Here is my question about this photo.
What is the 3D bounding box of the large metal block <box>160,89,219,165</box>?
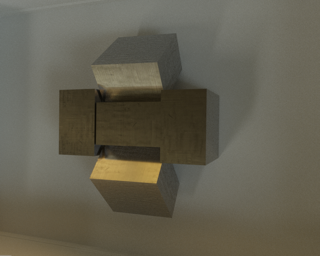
[{"bbox_3d":[0.038,-0.002,0.367,0.050,0.080,0.080,1,90,20],"label":"large metal block"}]

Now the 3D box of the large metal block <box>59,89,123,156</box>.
[{"bbox_3d":[-0.087,-0.007,0.411,0.050,0.080,0.080,1,90,20],"label":"large metal block"}]

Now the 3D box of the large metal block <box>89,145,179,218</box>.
[{"bbox_3d":[-0.027,0.066,0.382,0.080,0.080,0.050,1,49,19],"label":"large metal block"}]

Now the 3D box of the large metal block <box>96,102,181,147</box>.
[{"bbox_3d":[-0.023,-0.005,0.388,0.080,0.080,0.050,1,91,20],"label":"large metal block"}]

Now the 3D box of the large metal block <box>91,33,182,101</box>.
[{"bbox_3d":[-0.024,-0.075,0.382,0.080,0.080,0.050,2,128,20],"label":"large metal block"}]
